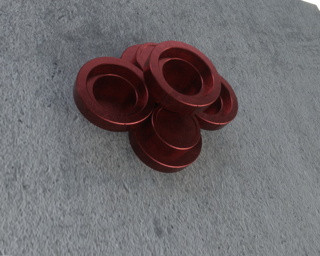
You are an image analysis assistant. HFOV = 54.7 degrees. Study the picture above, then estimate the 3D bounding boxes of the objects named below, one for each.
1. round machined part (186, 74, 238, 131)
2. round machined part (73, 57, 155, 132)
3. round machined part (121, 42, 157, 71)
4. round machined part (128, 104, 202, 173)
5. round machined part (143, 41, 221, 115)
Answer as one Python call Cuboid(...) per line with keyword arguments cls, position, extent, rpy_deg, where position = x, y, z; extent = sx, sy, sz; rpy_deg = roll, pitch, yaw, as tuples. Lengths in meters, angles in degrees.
Cuboid(cls="round machined part", position=(0.061, -0.038, 0.453), extent=(0.099, 0.042, 0.098), rpy_deg=(14, 56, -21))
Cuboid(cls="round machined part", position=(-0.059, -0.037, 0.386), extent=(0.099, 0.042, 0.098), rpy_deg=(14, 56, -21))
Cuboid(cls="round machined part", position=(-0.009, -0.082, 0.441), extent=(0.099, 0.042, 0.098), rpy_deg=(14, 56, -21))
Cuboid(cls="round machined part", position=(0.013, 0.005, 0.400), extent=(0.099, 0.042, 0.098), rpy_deg=(14, 56, -21))
Cuboid(cls="round machined part", position=(0.024, -0.058, 0.390), extent=(0.099, 0.042, 0.098), rpy_deg=(14, 56, -21))
